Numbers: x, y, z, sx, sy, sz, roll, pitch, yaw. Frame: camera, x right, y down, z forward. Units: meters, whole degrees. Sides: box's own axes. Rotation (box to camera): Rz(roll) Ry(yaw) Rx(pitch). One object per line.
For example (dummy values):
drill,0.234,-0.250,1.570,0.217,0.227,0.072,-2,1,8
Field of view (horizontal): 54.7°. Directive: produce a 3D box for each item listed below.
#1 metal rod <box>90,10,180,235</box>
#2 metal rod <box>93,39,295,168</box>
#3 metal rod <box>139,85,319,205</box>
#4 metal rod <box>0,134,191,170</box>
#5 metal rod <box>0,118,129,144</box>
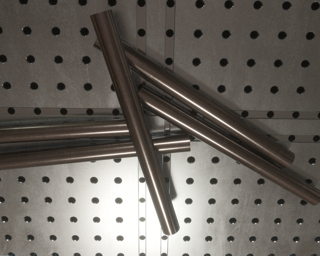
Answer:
metal rod,-0.024,0.009,0.388,0.025,0.025,0.298,-15,110,5
metal rod,0.052,-0.032,0.402,0.301,0.025,0.025,31,107,-12
metal rod,0.100,0.029,0.425,0.301,0.025,0.025,30,107,-11
metal rod,-0.110,0.035,0.424,0.302,0.025,0.025,-6,110,1
metal rod,-0.178,0.007,0.413,0.302,0.025,0.025,-4,110,0
